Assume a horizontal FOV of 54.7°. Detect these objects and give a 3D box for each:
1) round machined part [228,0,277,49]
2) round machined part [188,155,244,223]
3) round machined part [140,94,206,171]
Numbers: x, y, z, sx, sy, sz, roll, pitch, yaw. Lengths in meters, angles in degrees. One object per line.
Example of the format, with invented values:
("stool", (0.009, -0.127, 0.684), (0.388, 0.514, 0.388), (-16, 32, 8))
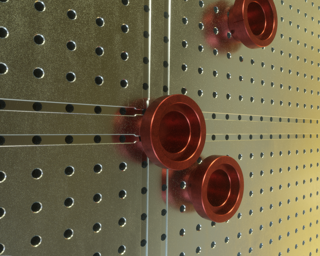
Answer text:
("round machined part", (0.155, -0.184, 0.529), (0.099, 0.042, 0.097), (-2, 93, -38))
("round machined part", (0.081, 0.089, 0.469), (0.099, 0.042, 0.097), (0, 90, -40))
("round machined part", (0.013, 0.005, 0.411), (0.099, 0.042, 0.097), (0, 90, -40))
